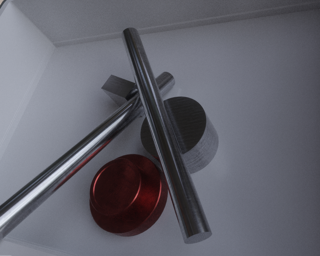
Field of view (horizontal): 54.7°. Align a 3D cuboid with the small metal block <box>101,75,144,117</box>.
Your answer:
[{"bbox_3d":[-0.047,-0.046,0.441,0.050,0.050,0.025,24,75,36],"label":"small metal block"}]

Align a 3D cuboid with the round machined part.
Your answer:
[{"bbox_3d":[-0.044,0.075,0.370,0.098,0.042,0.098,-13,56,20],"label":"round machined part"}]

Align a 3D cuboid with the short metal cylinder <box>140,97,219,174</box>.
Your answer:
[{"bbox_3d":[0.024,0.009,0.370,0.080,0.050,0.080,-13,56,21],"label":"short metal cylinder"}]

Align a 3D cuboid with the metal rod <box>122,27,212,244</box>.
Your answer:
[{"bbox_3d":[-0.005,-0.020,0.354,0.025,0.025,0.299,-27,52,11],"label":"metal rod"}]

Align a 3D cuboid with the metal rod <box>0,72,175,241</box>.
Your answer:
[{"bbox_3d":[-0.075,0.016,0.354,0.025,0.025,0.301,16,44,34],"label":"metal rod"}]
